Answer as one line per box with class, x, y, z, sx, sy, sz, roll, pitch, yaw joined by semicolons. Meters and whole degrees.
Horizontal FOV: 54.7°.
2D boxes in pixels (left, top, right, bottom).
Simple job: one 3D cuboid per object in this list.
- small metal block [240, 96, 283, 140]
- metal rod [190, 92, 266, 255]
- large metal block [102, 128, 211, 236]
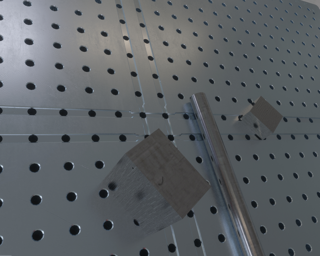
small metal block;0.167;-0.017;0.508;0.050;0.025;0.050;44;51;2
metal rod;0.094;0.085;0.406;0.025;0.025;0.299;-2;63;-29
large metal block;-0.007;0.060;0.332;0.080;0.080;0.050;48;51;5
